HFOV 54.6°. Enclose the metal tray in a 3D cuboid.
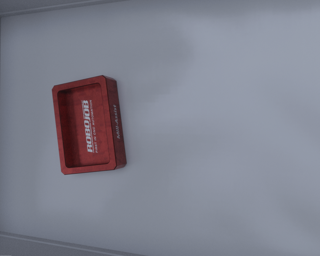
[{"bbox_3d":[-0.102,-0.003,0.444,0.090,0.030,0.129,-8,87,19],"label":"metal tray"}]
